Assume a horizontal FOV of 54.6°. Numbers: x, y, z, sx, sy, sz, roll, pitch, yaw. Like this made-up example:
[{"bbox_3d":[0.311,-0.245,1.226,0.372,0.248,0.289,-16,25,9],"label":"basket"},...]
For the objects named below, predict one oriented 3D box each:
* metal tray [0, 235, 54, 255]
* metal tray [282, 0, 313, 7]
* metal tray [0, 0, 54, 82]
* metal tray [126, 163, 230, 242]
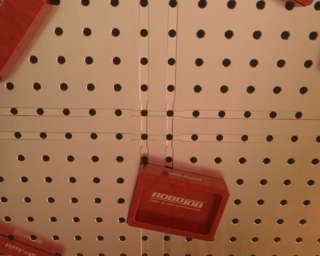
[{"bbox_3d":[-0.237,0.226,0.491,0.131,0.030,0.090,27,108,-10],"label":"metal tray"},{"bbox_3d":[0.128,-0.203,0.337,0.131,0.030,0.090,24,108,-9],"label":"metal tray"},{"bbox_3d":[-0.200,-0.125,0.363,0.090,0.030,0.130,37,106,-13],"label":"metal tray"},{"bbox_3d":[0.025,0.109,0.450,0.131,0.030,0.089,13,110,-5],"label":"metal tray"}]
